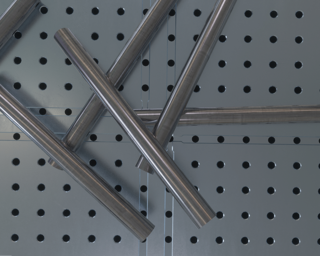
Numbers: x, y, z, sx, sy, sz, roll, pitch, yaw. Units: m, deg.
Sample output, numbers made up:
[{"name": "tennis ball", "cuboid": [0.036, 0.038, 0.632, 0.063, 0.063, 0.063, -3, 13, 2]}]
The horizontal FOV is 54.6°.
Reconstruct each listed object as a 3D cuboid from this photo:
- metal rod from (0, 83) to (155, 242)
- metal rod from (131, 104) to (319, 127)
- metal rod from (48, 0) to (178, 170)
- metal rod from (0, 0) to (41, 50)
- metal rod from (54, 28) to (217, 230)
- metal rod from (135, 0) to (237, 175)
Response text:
[{"name": "metal rod", "cuboid": [-0.126, 0.029, 0.386, 0.300, 0.025, 0.025, 42, 90, 3]}, {"name": "metal rod", "cuboid": [0.103, -0.016, 0.413, 0.302, 0.025, 0.025, -1, 90, 0]}, {"name": "metal rod", "cuboid": [-0.055, -0.075, 0.412, 0.025, 0.025, 0.299, 34, 90, 0]}, {"name": "metal rod", "cuboid": [-0.265, -0.063, 0.411, 0.025, 0.025, 0.300, 40, 90, 0]}, {"name": "metal rod", "cuboid": [-0.040, -0.012, 0.370, 0.025, 0.025, 0.300, -39, 73, 0]}, {"name": "metal rod", "cuboid": [0.046, -0.082, 0.396, 0.025, 0.025, 0.299, 26, 83, 0]}]
